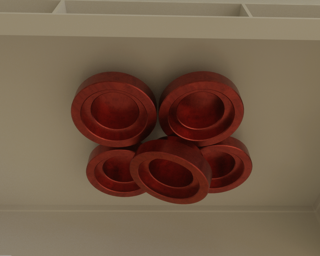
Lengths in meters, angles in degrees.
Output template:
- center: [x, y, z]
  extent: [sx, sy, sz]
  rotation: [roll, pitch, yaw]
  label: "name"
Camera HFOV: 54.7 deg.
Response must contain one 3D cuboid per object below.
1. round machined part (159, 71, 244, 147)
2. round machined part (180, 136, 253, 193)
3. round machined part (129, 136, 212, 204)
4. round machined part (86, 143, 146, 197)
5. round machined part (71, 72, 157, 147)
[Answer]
- center: [0.047, -0.026, 0.374]
  extent: [0.099, 0.042, 0.097]
  rotation: [-1, 130, 0]
  label: "round machined part"
- center: [0.076, 0.045, 0.435]
  extent: [0.099, 0.042, 0.097]
  rotation: [-1, 130, 0]
  label: "round machined part"
- center: [0.016, 0.048, 0.381]
  extent: [0.098, 0.042, 0.097]
  rotation: [13, 137, 13]
  label: "round machined part"
- center: [-0.052, 0.051, 0.439]
  extent: [0.099, 0.042, 0.097]
  rotation: [-1, 130, 0]
  label: "round machined part"
- center: [-0.053, -0.026, 0.373]
  extent: [0.099, 0.042, 0.097]
  rotation: [-1, 130, 0]
  label: "round machined part"
